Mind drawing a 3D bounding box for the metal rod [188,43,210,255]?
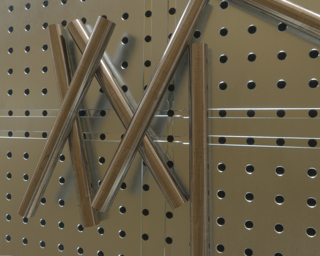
[{"bbox_3d":[0.050,0.044,0.395,0.025,0.025,0.298,-1,90,20],"label":"metal rod"}]

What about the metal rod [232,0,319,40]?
[{"bbox_3d":[0.142,-0.138,0.362,0.300,0.025,0.025,33,101,17],"label":"metal rod"}]

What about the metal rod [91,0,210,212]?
[{"bbox_3d":[-0.012,-0.033,0.396,0.025,0.025,0.299,26,91,18],"label":"metal rod"}]

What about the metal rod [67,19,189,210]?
[{"bbox_3d":[-0.049,-0.026,0.430,0.025,0.025,0.299,-34,79,17],"label":"metal rod"}]

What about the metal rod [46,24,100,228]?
[{"bbox_3d":[-0.129,-0.006,0.458,0.025,0.025,0.299,-13,86,19],"label":"metal rod"}]

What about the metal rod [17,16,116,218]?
[{"bbox_3d":[-0.133,-0.009,0.432,0.025,0.025,0.299,28,99,18],"label":"metal rod"}]
